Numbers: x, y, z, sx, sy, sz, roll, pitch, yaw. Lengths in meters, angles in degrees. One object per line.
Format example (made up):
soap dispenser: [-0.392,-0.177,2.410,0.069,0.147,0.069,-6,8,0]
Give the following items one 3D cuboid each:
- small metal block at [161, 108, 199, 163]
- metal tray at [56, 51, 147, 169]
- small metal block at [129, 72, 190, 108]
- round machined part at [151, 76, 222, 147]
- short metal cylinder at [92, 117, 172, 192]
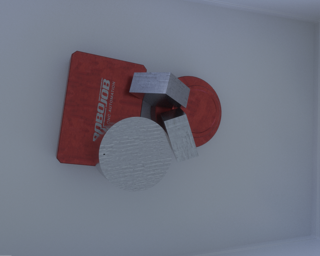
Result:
small metal block: [0.022,0.007,0.363,0.025,0.050,0.050,-18,103,-1]
metal tray: [-0.071,-0.019,0.378,0.091,0.030,0.129,8,87,-20]
small metal block: [0.001,-0.045,0.370,0.050,0.050,0.025,28,72,-55]
round machined part: [0.041,-0.022,0.416,0.099,0.042,0.097,0,90,-21]
short metal cylinder: [-0.033,0.028,0.352,0.081,0.050,0.079,0,90,-21]
